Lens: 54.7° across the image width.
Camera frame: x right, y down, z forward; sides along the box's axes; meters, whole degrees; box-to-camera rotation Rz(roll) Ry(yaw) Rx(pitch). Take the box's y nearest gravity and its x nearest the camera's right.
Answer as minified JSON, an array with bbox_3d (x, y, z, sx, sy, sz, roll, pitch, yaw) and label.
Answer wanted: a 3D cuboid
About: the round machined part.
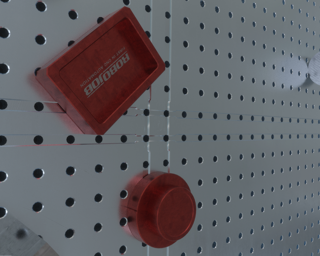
[{"bbox_3d":[0.009,0.108,0.407,0.099,0.042,0.097,0,90,-40],"label":"round machined part"}]

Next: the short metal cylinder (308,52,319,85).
[{"bbox_3d":[0.385,-0.135,0.697,0.050,0.080,0.079,-7,95,-40],"label":"short metal cylinder"}]

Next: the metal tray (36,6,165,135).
[{"bbox_3d":[-0.060,-0.066,0.355,0.130,0.030,0.090,-50,120,-28],"label":"metal tray"}]

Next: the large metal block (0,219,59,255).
[{"bbox_3d":[-0.113,0.137,0.280,0.050,0.080,0.080,-45,117,-31],"label":"large metal block"}]
